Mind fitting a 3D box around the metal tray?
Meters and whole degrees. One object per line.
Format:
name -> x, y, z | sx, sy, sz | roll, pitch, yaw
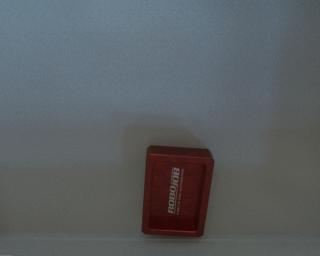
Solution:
metal tray -> 0.023, 0.092, 0.442 | 0.091, 0.030, 0.129 | 4, 110, -2
